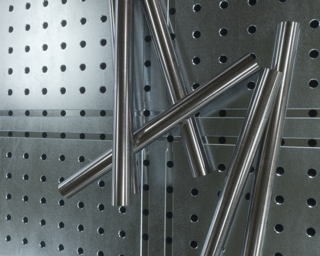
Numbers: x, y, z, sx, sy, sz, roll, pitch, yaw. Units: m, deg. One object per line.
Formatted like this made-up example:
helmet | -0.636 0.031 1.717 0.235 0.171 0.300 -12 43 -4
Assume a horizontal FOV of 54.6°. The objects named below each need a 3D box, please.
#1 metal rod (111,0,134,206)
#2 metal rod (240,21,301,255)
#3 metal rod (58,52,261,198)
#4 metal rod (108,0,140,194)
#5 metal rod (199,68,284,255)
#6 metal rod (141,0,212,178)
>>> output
metal rod | -0.045 -0.057 0.387 0.025 0.025 0.299 -4 79 20
metal rod | 0.128 0.028 0.367 0.025 0.025 0.298 9 93 20
metal rod | -0.013 0.006 0.389 0.300 0.025 0.025 -34 79 16
metal rod | -0.051 -0.060 0.431 0.025 0.025 0.298 -5 88 20
metal rod | 0.085 0.078 0.369 0.025 0.025 0.298 19 101 19
metal rod | 0.013 -0.083 0.408 0.025 0.025 0.299 -18 84 19
